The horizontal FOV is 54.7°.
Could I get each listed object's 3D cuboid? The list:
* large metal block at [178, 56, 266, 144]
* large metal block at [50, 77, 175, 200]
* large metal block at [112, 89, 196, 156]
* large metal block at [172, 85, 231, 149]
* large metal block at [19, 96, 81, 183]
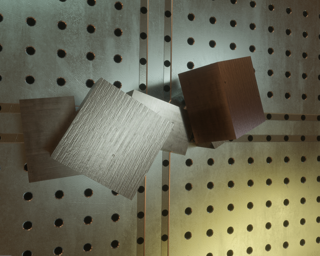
[{"bbox_3d":[0.073,-0.034,0.355,0.081,0.050,0.080,-22,99,-48],"label":"large metal block"},{"bbox_3d":[-0.047,0.010,0.296,0.080,0.050,0.080,33,79,-17],"label":"large metal block"},{"bbox_3d":[-0.013,-0.005,0.379,0.081,0.080,0.050,20,84,-19],"label":"large metal block"},{"bbox_3d":[0.076,-0.027,0.429,0.080,0.050,0.080,-32,101,-18],"label":"large metal block"},{"bbox_3d":[-0.119,0.010,0.339,0.050,0.080,0.079,-7,93,-20],"label":"large metal block"}]
